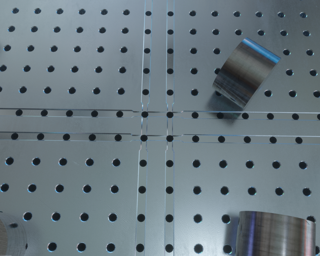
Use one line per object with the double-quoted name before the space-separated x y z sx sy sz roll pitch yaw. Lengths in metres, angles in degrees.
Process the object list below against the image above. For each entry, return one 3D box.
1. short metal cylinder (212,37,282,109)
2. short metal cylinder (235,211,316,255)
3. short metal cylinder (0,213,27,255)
"short metal cylinder" 0.114 -0.071 0.409 0.050 0.080 0.080 37 74 12
"short metal cylinder" 0.125 0.124 0.338 0.080 0.080 0.050 10 71 4
"short metal cylinder" -0.201 0.134 0.348 0.081 0.050 0.080 0 70 0
